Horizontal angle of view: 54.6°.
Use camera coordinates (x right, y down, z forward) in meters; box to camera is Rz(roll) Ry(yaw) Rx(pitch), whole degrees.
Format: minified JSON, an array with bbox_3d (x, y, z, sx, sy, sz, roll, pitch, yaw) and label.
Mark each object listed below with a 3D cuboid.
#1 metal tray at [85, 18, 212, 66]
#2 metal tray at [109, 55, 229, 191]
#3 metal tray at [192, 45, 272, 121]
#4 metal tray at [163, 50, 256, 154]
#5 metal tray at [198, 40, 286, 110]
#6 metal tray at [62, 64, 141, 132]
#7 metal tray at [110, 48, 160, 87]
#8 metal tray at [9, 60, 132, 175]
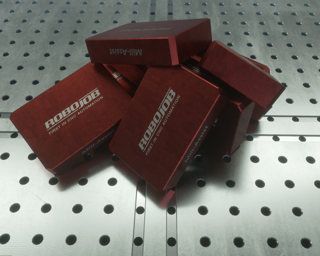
[{"bbox_3d":[-0.014,-0.106,0.379,0.130,0.030,0.090,10,33,34],"label":"metal tray"},{"bbox_3d":[0.006,-0.006,0.353,0.090,0.129,0.030,36,17,25],"label":"metal tray"},{"bbox_3d":[0.091,-0.072,0.437,0.131,0.030,0.090,21,50,-9],"label":"metal tray"},{"bbox_3d":[0.051,-0.034,0.396,0.130,0.090,0.030,37,60,27],"label":"metal tray"},{"bbox_3d":[0.098,-0.071,0.383,0.090,0.030,0.130,34,20,1],"label":"metal tray"},{"bbox_3d":[-0.081,-0.048,0.443,0.090,0.030,0.131,32,57,24],"label":"metal tray"},{"bbox_3d":[-0.005,-0.109,0.472,0.131,0.030,0.090,-26,56,-38],"label":"metal tray"},{"bbox_3d":[-0.104,-0.016,0.388,0.130,0.030,0.090,-38,75,-14],"label":"metal tray"}]
